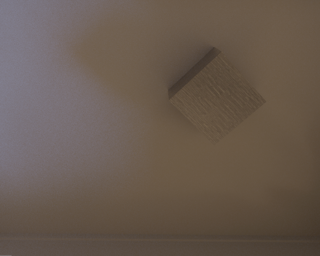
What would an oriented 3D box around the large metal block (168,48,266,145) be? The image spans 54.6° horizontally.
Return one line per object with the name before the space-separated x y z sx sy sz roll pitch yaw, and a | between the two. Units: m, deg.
large metal block | 0.067 -0.040 0.384 0.080 0.050 0.080 -42 105 14
